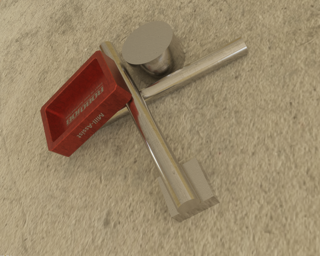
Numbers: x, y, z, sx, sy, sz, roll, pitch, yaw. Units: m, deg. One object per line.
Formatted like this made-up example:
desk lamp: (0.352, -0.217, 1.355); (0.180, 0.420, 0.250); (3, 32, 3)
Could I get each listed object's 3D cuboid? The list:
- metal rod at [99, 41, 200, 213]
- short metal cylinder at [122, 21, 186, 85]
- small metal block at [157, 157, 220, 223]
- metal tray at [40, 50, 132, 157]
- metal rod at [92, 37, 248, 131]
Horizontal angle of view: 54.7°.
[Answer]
metal rod: (-0.028, -0.025, 0.402); (0.025, 0.025, 0.300); (-34, 52, 6)
short metal cylinder: (-0.009, -0.111, 0.459); (0.080, 0.050, 0.080); (-13, 56, 20)
small metal block: (0.031, 0.069, 0.345); (0.050, 0.025, 0.050); (-29, 52, 9)
metal tray: (-0.106, -0.034, 0.427); (0.130, 0.030, 0.090); (-41, 50, 15)
metal rod: (-0.020, -0.045, 0.442); (0.301, 0.025, 0.025); (-26, 53, 11)
